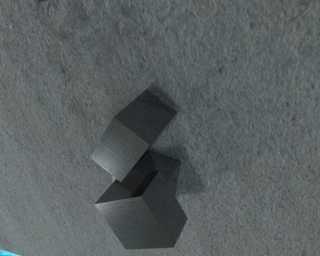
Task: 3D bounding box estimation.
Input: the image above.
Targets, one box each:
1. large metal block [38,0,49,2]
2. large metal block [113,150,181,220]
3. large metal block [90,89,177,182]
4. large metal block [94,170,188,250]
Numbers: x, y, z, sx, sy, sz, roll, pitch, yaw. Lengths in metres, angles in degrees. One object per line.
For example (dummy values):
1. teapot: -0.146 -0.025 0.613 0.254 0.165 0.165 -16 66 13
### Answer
1. large metal block: -0.079 -0.170 0.306 0.080 0.080 0.050 -11 113 32
2. large metal block: -0.021 0.079 0.449 0.080 0.050 0.079 18 126 17
3. large metal block: -0.033 0.009 0.392 0.050 0.080 0.080 39 129 2
4. large metal block: -0.023 0.109 0.404 0.080 0.050 0.080 -18 109 34
